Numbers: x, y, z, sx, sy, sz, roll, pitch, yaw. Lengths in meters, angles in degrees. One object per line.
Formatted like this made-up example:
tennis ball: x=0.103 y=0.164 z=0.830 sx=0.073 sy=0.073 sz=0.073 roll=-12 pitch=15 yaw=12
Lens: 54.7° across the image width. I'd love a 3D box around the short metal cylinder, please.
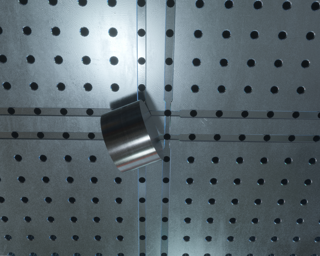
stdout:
short metal cylinder: x=-0.033 y=0.010 z=0.388 sx=0.050 sy=0.080 sz=0.080 roll=-21 pitch=109 yaw=7
